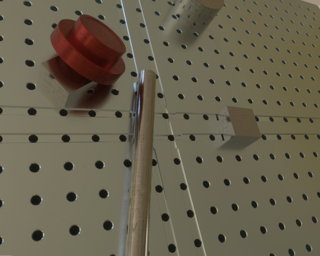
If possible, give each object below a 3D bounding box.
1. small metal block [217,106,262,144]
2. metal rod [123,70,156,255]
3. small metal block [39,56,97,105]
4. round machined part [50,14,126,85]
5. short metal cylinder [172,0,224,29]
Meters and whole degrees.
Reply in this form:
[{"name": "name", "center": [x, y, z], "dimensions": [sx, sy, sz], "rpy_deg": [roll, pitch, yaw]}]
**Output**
[{"name": "small metal block", "center": [0.122, -0.004, 0.476], "dimensions": [0.050, 0.025, 0.050], "rpy_deg": [4, 60, -26]}, {"name": "metal rod", "center": [-0.022, 0.052, 0.364], "dimensions": [0.025, 0.025, 0.300], "rpy_deg": [15, 56, -20]}, {"name": "small metal block", "center": [-0.112, -0.064, 0.387], "dimensions": [0.050, 0.025, 0.050], "rpy_deg": [47, 51, 5]}, {"name": "round machined part", "center": [-0.082, -0.104, 0.391], "dimensions": [0.098, 0.042, 0.098], "rpy_deg": [36, 25, -20]}, {"name": "short metal cylinder", "center": [0.070, -0.230, 0.570], "dimensions": [0.081, 0.050, 0.080], "rpy_deg": [14, 56, -21]}]
